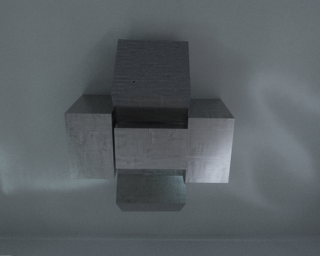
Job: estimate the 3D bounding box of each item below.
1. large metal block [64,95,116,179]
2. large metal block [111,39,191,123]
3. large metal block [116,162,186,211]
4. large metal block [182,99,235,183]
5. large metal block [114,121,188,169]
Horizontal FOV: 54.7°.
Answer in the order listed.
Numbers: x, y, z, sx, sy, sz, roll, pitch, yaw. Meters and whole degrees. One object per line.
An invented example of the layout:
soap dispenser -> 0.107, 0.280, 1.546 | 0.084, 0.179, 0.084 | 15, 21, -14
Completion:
large metal block -> -0.078, 0.008, 0.383 | 0.050, 0.080, 0.079 | 1, 110, 0
large metal block -> -0.009, -0.054, 0.354 | 0.081, 0.080, 0.050 | 2, 148, -1
large metal block -> -0.011, 0.078, 0.402 | 0.081, 0.080, 0.050 | 0, 68, -2
large metal block -> 0.055, 0.013, 0.386 | 0.050, 0.080, 0.079 | 1, 110, 0
large metal block -> -0.010, 0.010, 0.384 | 0.081, 0.080, 0.050 | 1, 110, -1
